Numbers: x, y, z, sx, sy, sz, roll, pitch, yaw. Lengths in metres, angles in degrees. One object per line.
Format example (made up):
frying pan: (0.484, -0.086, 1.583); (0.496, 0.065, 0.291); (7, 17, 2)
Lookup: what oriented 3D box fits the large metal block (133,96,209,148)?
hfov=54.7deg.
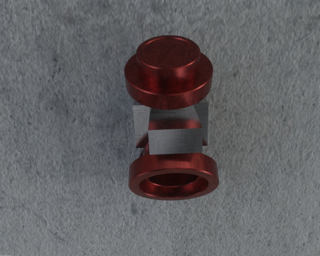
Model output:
large metal block: (0.012, -0.016, 0.375); (0.081, 0.080, 0.050); (-2, 110, 0)

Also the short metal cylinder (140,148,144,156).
short metal cylinder: (0.012, 0.039, 0.413); (0.081, 0.050, 0.079); (0, 110, -1)

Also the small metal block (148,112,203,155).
small metal block: (0.015, 0.004, 0.313); (0.050, 0.050, 0.025); (-2, 110, 1)

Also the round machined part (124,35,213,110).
round machined part: (0.009, -0.068, 0.343); (0.099, 0.098, 0.042); (-2, 135, 0)

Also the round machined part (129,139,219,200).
round machined part: (0.015, 0.046, 0.349); (0.099, 0.042, 0.098); (-1, 149, -1)
